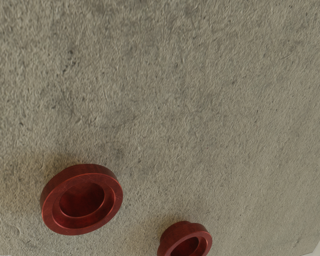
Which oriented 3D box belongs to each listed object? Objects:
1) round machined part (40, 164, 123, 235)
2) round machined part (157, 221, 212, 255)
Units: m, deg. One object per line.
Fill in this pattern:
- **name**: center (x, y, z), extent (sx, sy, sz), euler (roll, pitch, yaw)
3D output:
- **round machined part**: center (-0.100, 0.085, 0.393), extent (0.099, 0.042, 0.097), euler (-14, 124, -21)
- **round machined part**: center (0.039, 0.203, 0.542), extent (0.099, 0.042, 0.097), euler (-14, 124, -21)
